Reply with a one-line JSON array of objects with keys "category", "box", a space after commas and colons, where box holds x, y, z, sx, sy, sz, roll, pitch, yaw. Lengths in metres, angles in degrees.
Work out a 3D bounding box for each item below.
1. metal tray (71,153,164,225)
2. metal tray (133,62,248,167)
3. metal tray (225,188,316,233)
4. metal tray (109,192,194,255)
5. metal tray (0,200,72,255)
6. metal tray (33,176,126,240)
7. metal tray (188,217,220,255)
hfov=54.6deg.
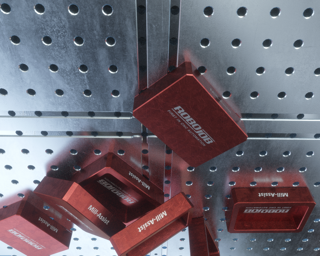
[{"category": "metal tray", "box": [-0.066, 0.103, 0.494, 0.090, 0.030, 0.130, -32, 123, 24]}, {"category": "metal tray", "box": [0.040, -0.011, 0.399, 0.090, 0.030, 0.130, -33, 123, 24]}, {"category": "metal tray", "box": [0.184, 0.142, 0.530, 0.131, 0.030, 0.089, -1, 130, 0]}, {"category": "metal tray", "box": [-0.010, 0.162, 0.488, 0.131, 0.030, 0.090, -29, 149, -18]}, {"category": "metal tray", "box": [-0.239, 0.191, 0.568, 0.090, 0.030, 0.130, -24, 127, 19]}, {"category": "metal tray", "box": [-0.124, 0.129, 0.489, 0.090, 0.030, 0.130, 0, 138, 41]}, {"category": "metal tray", "box": [0.086, 0.237, 0.570, 0.030, 0.090, 0.130, -15, 129, 13]}]
